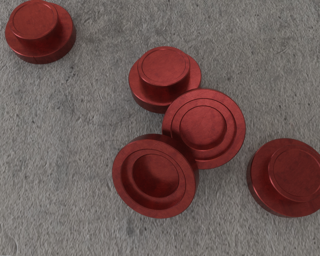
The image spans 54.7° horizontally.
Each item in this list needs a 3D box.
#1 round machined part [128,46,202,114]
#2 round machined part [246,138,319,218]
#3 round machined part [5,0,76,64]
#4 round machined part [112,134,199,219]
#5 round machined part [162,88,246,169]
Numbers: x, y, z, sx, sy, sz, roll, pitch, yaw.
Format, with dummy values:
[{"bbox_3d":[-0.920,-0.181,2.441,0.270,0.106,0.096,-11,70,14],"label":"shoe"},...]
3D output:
[{"bbox_3d":[0.006,-0.071,0.415,0.099,0.042,0.098,-2,59,3],"label":"round machined part"},{"bbox_3d":[0.160,0.058,0.379,0.099,0.042,0.098,0,70,0],"label":"round machined part"},{"bbox_3d":[-0.177,-0.146,0.451,0.099,0.042,0.098,0,70,0],"label":"round machined part"},{"bbox_3d":[-0.002,0.052,0.362,0.098,0.042,0.097,6,109,16],"label":"round machined part"},{"bbox_3d":[0.053,-0.001,0.385,0.099,0.042,0.097,1,102,5],"label":"round machined part"}]
